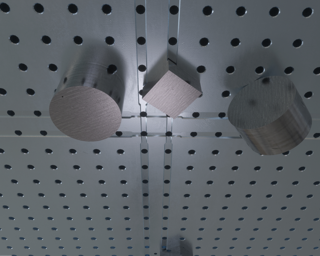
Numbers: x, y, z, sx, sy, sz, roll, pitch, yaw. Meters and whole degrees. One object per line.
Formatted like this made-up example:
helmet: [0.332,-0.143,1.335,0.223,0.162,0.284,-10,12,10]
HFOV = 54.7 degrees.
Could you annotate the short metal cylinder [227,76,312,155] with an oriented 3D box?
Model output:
short metal cylinder: [0.128,-0.015,0.364,0.080,0.080,0.050,-29,124,22]

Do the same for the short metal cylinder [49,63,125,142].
short metal cylinder: [-0.084,-0.030,0.369,0.081,0.050,0.079,0,130,0]

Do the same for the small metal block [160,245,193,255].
small metal block: [0.035,0.273,0.645,0.050,0.025,0.050,-29,125,22]

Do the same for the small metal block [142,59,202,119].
small metal block: [0.014,-0.045,0.373,0.050,0.025,0.050,31,124,-24]
